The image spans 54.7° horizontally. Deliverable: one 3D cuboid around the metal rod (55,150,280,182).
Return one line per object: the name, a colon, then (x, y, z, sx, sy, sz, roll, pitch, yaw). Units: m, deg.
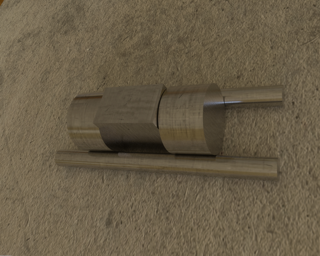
metal rod: (-0.012, 0.043, 0.386, 0.300, 0.025, 0.025, 0, 62, 28)

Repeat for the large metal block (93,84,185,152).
large metal block: (-0.020, -0.009, 0.383, 0.080, 0.080, 0.050, 0, 62, 28)

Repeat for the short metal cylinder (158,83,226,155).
short metal cylinder: (0.039, -0.010, 0.355, 0.050, 0.080, 0.080, -1, 61, 28)

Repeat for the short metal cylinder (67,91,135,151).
short metal cylinder: (-0.077, -0.009, 0.416, 0.050, 0.080, 0.080, -1, 61, 28)

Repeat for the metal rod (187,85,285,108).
metal rod: (0.008, -0.036, 0.424, 0.300, 0.025, 0.025, 0, 62, 28)
